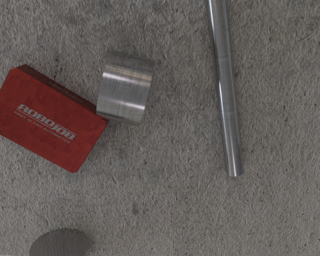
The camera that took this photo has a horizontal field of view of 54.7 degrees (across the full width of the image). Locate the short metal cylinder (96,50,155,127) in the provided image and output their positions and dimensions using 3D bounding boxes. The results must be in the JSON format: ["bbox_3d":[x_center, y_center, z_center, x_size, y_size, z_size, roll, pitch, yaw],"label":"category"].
[{"bbox_3d":[-0.039,-0.046,0.363,0.050,0.080,0.079,13,110,-5],"label":"short metal cylinder"}]

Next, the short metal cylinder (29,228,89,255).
[{"bbox_3d":[-0.144,0.193,0.450,0.081,0.080,0.050,3,110,-2],"label":"short metal cylinder"}]

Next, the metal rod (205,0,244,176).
[{"bbox_3d":[0.078,-0.076,0.382,0.025,0.025,0.298,-10,110,3],"label":"metal rod"}]

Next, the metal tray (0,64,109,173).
[{"bbox_3d":[-0.143,-0.010,0.402,0.130,0.030,0.090,31,107,-11],"label":"metal tray"}]
